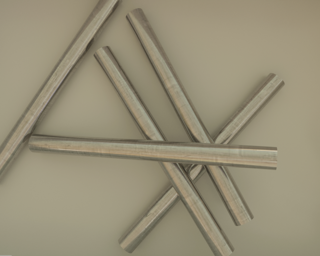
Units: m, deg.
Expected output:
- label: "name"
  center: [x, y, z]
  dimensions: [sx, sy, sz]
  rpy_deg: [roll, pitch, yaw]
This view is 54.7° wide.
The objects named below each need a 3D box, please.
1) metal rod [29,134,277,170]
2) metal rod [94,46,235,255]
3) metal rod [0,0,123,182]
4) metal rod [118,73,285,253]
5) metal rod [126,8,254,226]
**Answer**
- label: "metal rod"
  center: [-0.021, 0.026, 0.371]
  dimensions: [0.301, 0.025, 0.025]
  rpy_deg: [2, 90, 15]
- label: "metal rod"
  center: [0.001, 0.025, 0.392]
  dimensions: [0.025, 0.025, 0.299]
  rpy_deg: [-32, 83, 0]
- label: "metal rod"
  center: [-0.144, -0.051, 0.409]
  dimensions: [0.025, 0.025, 0.299]
  rpy_deg: [34, 90, -1]
- label: "metal rod"
  center: [0.055, 0.046, 0.412]
  dimensions: [0.025, 0.025, 0.300]
  rpy_deg: [42, 90, -1]
- label: "metal rod"
  center: [0.034, -0.019, 0.393]
  dimensions: [0.025, 0.025, 0.299]
  rpy_deg: [-27, 83, 0]
